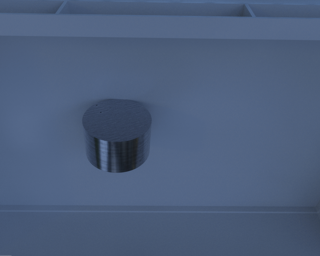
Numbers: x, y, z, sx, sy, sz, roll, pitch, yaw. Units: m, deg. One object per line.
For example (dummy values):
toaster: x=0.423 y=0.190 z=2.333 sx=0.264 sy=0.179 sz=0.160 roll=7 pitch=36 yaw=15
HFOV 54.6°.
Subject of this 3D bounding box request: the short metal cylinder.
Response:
short metal cylinder: x=-0.052 y=0.008 z=0.379 sx=0.080 sy=0.080 sz=0.050 roll=3 pitch=130 yaw=-3
